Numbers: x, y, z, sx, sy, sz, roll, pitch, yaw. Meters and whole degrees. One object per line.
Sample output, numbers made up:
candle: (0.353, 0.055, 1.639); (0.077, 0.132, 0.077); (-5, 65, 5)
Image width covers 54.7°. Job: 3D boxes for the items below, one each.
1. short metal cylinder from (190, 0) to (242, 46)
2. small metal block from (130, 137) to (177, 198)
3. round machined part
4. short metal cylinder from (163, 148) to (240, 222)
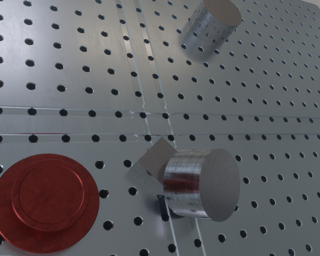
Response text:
short metal cylinder: (0.101, -0.199, 0.568); (0.081, 0.050, 0.080); (14, 56, -21)
small metal block: (0.001, 0.047, 0.380); (0.050, 0.025, 0.050); (44, 51, 2)
round machined part: (-0.106, 0.069, 0.298); (0.099, 0.042, 0.098); (14, 56, -21)
short metal cylinder: (0.050, 0.064, 0.359); (0.081, 0.050, 0.080); (6, 81, -45)
